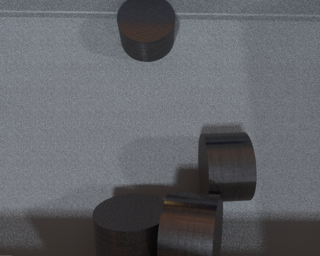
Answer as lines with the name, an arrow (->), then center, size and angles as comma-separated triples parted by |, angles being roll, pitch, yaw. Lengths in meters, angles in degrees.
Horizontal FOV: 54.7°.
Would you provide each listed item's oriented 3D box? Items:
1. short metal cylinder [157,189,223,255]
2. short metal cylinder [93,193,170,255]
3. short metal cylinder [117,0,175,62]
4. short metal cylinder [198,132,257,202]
short metal cylinder -> 0.034, 0.105, 0.314 | 0.050, 0.080, 0.080 | 3, 69, 18
short metal cylinder -> -0.029, 0.111, 0.332 | 0.081, 0.080, 0.050 | -2, 104, -1
short metal cylinder -> -0.019, -0.144, 0.448 | 0.081, 0.050, 0.080 | 0, 70, 0
short metal cylinder -> 0.076, 0.046, 0.364 | 0.050, 0.080, 0.080 | -2, 70, -1
